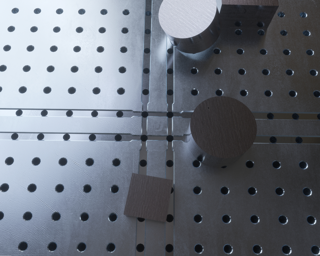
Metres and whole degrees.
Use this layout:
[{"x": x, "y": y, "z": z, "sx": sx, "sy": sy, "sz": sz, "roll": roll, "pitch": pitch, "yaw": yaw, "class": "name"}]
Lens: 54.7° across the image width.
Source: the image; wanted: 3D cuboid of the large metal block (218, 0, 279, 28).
[{"x": 0.128, "y": -0.202, "z": 0.473, "sx": 0.080, "sy": 0.050, "sz": 0.080, "roll": 2, "pitch": 70, "yaw": 0, "class": "large metal block"}]

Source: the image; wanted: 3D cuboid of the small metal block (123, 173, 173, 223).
[{"x": -0.013, "y": 0.086, "z": 0.380, "sx": 0.050, "sy": 0.025, "sz": 0.050, "roll": 10, "pitch": 70, "yaw": 3, "class": "small metal block"}]

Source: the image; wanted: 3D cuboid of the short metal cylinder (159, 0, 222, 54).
[{"x": 0.044, "y": -0.154, "z": 0.442, "sx": 0.080, "sy": 0.050, "sz": 0.080, "roll": -4, "pitch": 78, "yaw": 18, "class": "short metal cylinder"}]

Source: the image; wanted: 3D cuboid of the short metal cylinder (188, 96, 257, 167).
[{"x": 0.077, "y": 0.006, "z": 0.397, "sx": 0.081, "sy": 0.050, "sz": 0.080, "roll": 0, "pitch": 70, "yaw": 0, "class": "short metal cylinder"}]
